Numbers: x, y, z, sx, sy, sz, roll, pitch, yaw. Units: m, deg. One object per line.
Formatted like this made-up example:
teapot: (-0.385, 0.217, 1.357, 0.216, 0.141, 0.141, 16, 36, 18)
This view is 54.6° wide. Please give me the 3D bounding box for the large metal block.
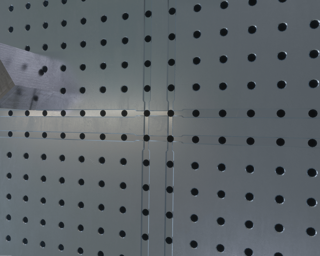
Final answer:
large metal block: (-0.218, -0.075, 0.461, 0.050, 0.080, 0.080, -37, 78, 16)
